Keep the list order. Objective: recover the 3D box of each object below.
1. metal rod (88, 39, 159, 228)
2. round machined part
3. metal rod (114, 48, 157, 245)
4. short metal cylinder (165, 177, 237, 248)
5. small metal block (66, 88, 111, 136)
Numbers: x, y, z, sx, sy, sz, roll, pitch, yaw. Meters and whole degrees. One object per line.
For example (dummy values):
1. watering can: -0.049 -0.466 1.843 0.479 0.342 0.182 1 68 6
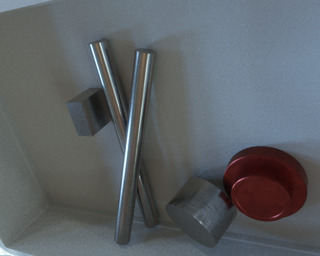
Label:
1. metal rod: -0.045 0.024 0.445 0.025 0.025 0.298 1 119 27
2. round machined part: 0.125 0.074 0.377 0.098 0.042 0.097 13 124 20
3. metal rod: -0.038 0.043 0.425 0.025 0.025 0.298 18 117 17
4. short metal cylinder: 0.054 0.112 0.413 0.080 0.050 0.080 34 152 22
5. small metal block: -0.096 -0.023 0.427 0.025 0.050 0.050 1 119 27
